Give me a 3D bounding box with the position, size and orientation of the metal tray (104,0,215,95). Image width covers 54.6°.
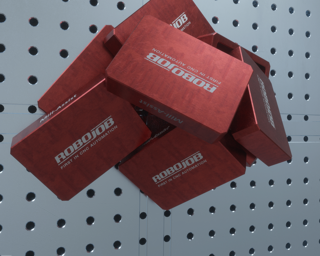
[{"bbox_3d":[0.005,-0.114,0.391,0.090,0.030,0.130,49,61,-15],"label":"metal tray"}]

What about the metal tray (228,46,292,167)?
[{"bbox_3d":[0.118,-0.028,0.386,0.090,0.030,0.130,33,43,-38],"label":"metal tray"}]

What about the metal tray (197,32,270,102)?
[{"bbox_3d":[0.097,-0.063,0.422,0.131,0.030,0.090,12,85,-40],"label":"metal tray"}]

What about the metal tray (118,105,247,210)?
[{"bbox_3d":[0.024,0.041,0.372,0.090,0.130,0.030,45,34,-16],"label":"metal tray"}]

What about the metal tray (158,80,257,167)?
[{"bbox_3d":[0.062,-0.008,0.401,0.130,0.090,0.030,46,76,-14],"label":"metal tray"}]

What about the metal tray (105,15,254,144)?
[{"bbox_3d":[0.021,-0.052,0.324,0.130,0.030,0.090,27,66,2],"label":"metal tray"}]

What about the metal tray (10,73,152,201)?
[{"bbox_3d":[-0.086,0.011,0.354,0.130,0.030,0.090,-38,118,-5],"label":"metal tray"}]

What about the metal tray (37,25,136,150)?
[{"bbox_3d":[-0.072,-0.049,0.382,0.090,0.030,0.130,41,77,-16],"label":"metal tray"}]
